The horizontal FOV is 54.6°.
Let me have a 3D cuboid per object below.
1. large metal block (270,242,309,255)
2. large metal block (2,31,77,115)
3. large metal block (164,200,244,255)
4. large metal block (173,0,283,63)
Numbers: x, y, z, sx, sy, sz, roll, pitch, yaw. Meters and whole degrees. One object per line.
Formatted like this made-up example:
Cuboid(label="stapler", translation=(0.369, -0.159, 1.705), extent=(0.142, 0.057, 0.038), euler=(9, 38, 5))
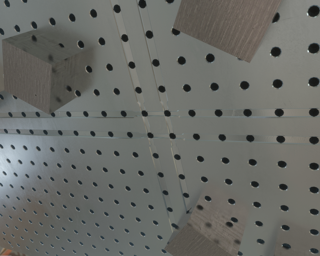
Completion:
Cuboid(label="large metal block", translation=(0.187, 0.220, 0.432), extent=(0.080, 0.050, 0.079), euler=(19, 126, 17))
Cuboid(label="large metal block", translation=(-0.170, -0.078, 0.437), extent=(0.080, 0.050, 0.079), euler=(27, 128, 11))
Cuboid(label="large metal block", translation=(0.065, 0.169, 0.465), extent=(0.080, 0.050, 0.080), euler=(34, 129, 6))
Cuboid(label="large metal block", translation=(0.068, -0.119, 0.286), extent=(0.080, 0.050, 0.079), euler=(28, 128, 10))
